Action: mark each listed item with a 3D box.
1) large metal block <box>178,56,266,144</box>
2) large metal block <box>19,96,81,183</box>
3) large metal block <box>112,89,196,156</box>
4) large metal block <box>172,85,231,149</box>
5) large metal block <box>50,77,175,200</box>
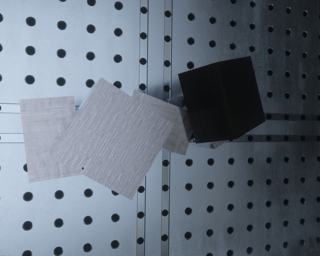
[{"bbox_3d":[0.073,-0.034,0.355,0.081,0.050,0.080,-22,99,-48],"label":"large metal block"},{"bbox_3d":[-0.119,0.010,0.339,0.050,0.080,0.079,-7,93,-20],"label":"large metal block"},{"bbox_3d":[-0.013,-0.005,0.379,0.081,0.080,0.050,20,84,-19],"label":"large metal block"},{"bbox_3d":[0.076,-0.027,0.429,0.080,0.050,0.080,-32,101,-18],"label":"large metal block"},{"bbox_3d":[-0.047,0.010,0.296,0.080,0.050,0.080,33,79,-17],"label":"large metal block"}]
